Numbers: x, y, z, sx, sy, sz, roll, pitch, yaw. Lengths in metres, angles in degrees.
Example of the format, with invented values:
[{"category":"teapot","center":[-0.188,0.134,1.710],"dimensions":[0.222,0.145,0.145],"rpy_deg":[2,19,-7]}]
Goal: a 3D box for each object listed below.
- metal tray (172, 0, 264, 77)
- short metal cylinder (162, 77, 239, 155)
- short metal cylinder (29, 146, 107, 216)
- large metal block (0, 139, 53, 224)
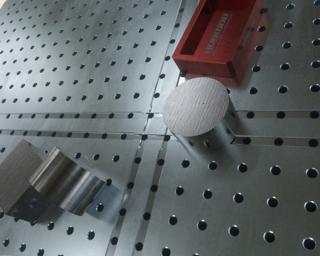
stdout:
[{"category":"metal tray","center":[0.084,-0.138,0.445],"dimensions":[0.090,0.030,0.130],"rpy_deg":[13,68,33]},{"category":"short metal cylinder","center":[0.050,-0.014,0.375],"dimensions":[0.080,0.050,0.080],"rpy_deg":[-13,56,21]},{"category":"short metal cylinder","center":[-0.114,0.067,0.392],"dimensions":[0.080,0.080,0.050],"rpy_deg":[28,78,37]},{"category":"large metal block","center":[-0.190,0.075,0.446],"dimensions":[0.080,0.050,0.080],"rpy_deg":[32,79,38]}]
